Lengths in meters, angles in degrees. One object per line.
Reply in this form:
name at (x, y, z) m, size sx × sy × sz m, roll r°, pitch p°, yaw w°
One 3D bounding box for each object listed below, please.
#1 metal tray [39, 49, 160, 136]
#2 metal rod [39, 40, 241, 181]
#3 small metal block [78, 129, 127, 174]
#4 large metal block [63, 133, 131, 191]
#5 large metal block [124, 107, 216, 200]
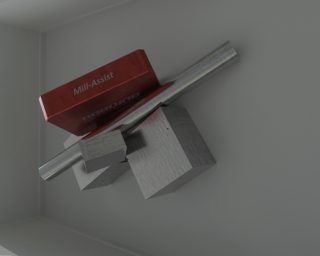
metal tray at (-0.064, -0.038, 0.379) m, size 0.130 × 0.090 × 0.030 m, roll -25°, pitch 73°, yaw 3°
metal rod at (-0.039, -0.011, 0.387) m, size 0.300 × 0.025 × 0.025 m, roll -32°, pitch 70°, yaw 19°
small metal block at (-0.070, 0.029, 0.381) m, size 0.050 × 0.050 × 0.025 m, roll 110°, pitch 138°, yaw -64°
large metal block at (-0.089, 0.035, 0.457) m, size 0.080 × 0.050 × 0.080 m, roll -41°, pitch 66°, yaw 32°
large metal block at (0.008, 0.030, 0.381) m, size 0.080 × 0.050 × 0.080 m, roll -41°, pitch 66°, yaw 32°
